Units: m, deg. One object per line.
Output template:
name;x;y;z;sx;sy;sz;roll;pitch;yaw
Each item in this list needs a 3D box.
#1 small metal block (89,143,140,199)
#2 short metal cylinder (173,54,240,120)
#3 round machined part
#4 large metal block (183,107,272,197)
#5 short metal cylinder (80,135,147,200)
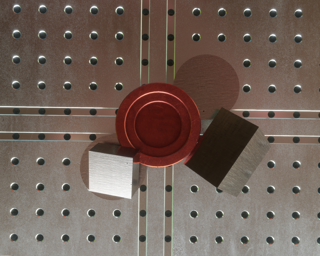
small metal block;-0.051;0.048;0.350;0.050;0.025;0.050;8;110;12
short metal cylinder;0.056;-0.050;0.401;0.081;0.050;0.079;0;90;0
round machined part;-0.002;-0.004;0.375;0.099;0.042;0.097;0;90;0
large metal block;0.086;0.032;0.380;0.050;0.080;0.080;34;90;34
short metal cylinder;-0.057;0.048;0.400;0.081;0.050;0.079;0;90;0
